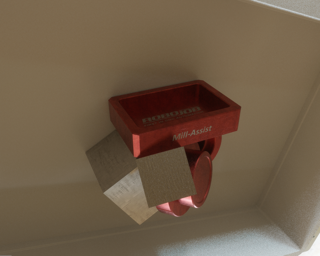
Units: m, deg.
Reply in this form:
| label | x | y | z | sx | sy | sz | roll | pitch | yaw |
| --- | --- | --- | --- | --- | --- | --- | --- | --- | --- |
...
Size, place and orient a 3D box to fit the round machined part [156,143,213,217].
| label | x | y | z | sx | sy | sz | roll | pitch | yaw |
| --- | --- | --- | --- | --- | --- | --- | --- | --- | --- |
| round machined part | 0.033 | 0.059 | 0.377 | 0.099 | 0.042 | 0.097 | -21 | 114 | -59 |

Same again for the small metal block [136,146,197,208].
| label | x | y | z | sx | sy | sz | roll | pitch | yaw |
| --- | --- | --- | --- | --- | --- | --- | --- | --- | --- |
| small metal block | 0.006 | 0.050 | 0.322 | 0.050 | 0.025 | 0.050 | -15 | 87 | -5 |

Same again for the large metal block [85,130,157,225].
| label | x | y | z | sx | sy | sz | roll | pitch | yaw |
| --- | --- | --- | --- | --- | --- | --- | --- | --- | --- |
| large metal block | -0.040 | 0.060 | 0.388 | 0.050 | 0.080 | 0.080 | -38 | 130 | -3 |

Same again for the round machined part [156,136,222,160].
| label | x | y | z | sx | sy | sz | roll | pitch | yaw |
| --- | --- | --- | --- | --- | --- | --- | --- | --- | --- |
| round machined part | 0.033 | 0.018 | 0.428 | 0.099 | 0.042 | 0.097 | -14 | 125 | -21 |

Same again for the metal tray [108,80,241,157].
| label | x | y | z | sx | sy | sz | roll | pitch | yaw |
| --- | --- | --- | --- | --- | --- | --- | --- | --- | --- |
| metal tray | 0.016 | -0.017 | 0.364 | 0.131 | 0.090 | 0.030 | -14 | 125 | -21 |
